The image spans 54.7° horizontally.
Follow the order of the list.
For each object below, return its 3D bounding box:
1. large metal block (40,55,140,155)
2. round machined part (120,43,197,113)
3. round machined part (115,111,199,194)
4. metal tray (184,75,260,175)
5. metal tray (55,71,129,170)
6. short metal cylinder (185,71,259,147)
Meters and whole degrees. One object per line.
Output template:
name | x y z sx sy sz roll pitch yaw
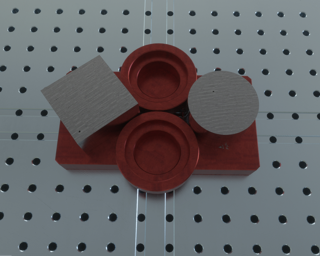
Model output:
large metal block | -0.081 -0.027 0.376 0.080 0.050 0.080 -35 74 -12
round machined part | -0.002 -0.061 0.415 0.099 0.042 0.098 0 70 0
round machined part | -0.003 0.032 0.381 0.099 0.042 0.098 0 70 0
metal tray | 0.077 -0.006 0.409 0.091 0.030 0.130 1 70 0
metal tray | -0.082 -0.012 0.412 0.091 0.030 0.130 1 70 -1
short metal cylinder | 0.072 -0.022 0.374 0.081 0.050 0.080 0 70 0
